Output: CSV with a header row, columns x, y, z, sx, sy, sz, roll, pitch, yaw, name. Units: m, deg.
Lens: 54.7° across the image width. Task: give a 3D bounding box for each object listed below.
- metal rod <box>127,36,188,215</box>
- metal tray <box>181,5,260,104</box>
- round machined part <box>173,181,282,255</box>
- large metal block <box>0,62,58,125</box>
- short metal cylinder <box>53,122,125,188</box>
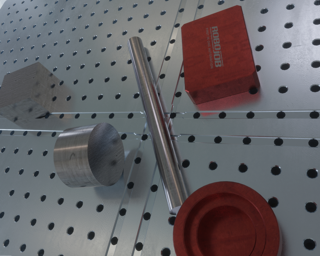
x,y,z,sx,sy,sz,roll,pitch,yaw,name
-0.010,-0.026,0.429,0.025,0.025,0.299,-25,53,13,metal rod
0.079,-0.103,0.427,0.090,0.030,0.130,-14,56,20,metal tray
0.066,0.105,0.299,0.098,0.042,0.098,-13,56,21,round machined part
-0.238,-0.061,0.555,0.080,0.050,0.080,-15,56,19,large metal block
-0.088,0.036,0.397,0.050,0.080,0.080,-8,58,24,short metal cylinder
